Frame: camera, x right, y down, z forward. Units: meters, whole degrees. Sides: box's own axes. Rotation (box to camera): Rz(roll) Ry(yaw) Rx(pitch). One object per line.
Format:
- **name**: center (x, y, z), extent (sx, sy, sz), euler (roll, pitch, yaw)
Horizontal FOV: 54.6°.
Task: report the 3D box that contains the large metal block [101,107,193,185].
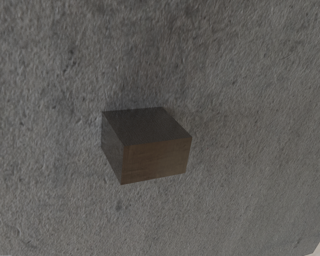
- **large metal block**: center (-0.020, 0.017, 0.370), extent (0.081, 0.080, 0.050), euler (-6, 121, -25)
